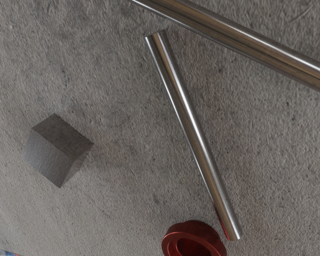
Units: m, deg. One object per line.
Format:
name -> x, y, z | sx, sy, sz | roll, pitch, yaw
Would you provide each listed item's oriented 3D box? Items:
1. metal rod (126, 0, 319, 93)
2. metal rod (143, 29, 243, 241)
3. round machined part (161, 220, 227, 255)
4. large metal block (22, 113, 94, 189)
metal rod -> 0.038, -0.104, 0.300 | 0.301, 0.025, 0.025 | 26, 128, 3
metal rod -> 0.050, 0.024, 0.394 | 0.025, 0.025, 0.299 | -11, 113, 32
round machined part -> 0.055, 0.182, 0.478 | 0.098, 0.042, 0.097 | 13, 124, 20
large metal block -> -0.165, 0.037, 0.498 | 0.080, 0.050, 0.080 | 38, 129, 2
